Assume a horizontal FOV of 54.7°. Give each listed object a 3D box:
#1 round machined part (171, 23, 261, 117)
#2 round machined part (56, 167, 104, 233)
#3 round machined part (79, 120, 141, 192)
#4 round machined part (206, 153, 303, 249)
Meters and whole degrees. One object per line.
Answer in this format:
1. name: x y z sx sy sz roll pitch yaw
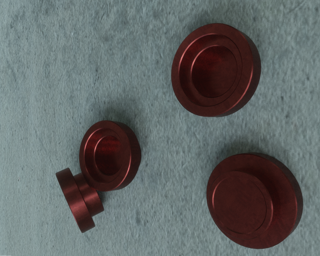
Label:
1. round machined part: 0.064 -0.061 0.340 0.098 0.042 0.097 0 90 39
2. round machined part: -0.118 0.103 0.468 0.098 0.042 0.097 53 157 34
3. round machined part: -0.066 0.039 0.441 0.098 0.042 0.097 -3 84 34
4. round machined part: 0.090 0.075 0.319 0.098 0.042 0.097 0 90 39
